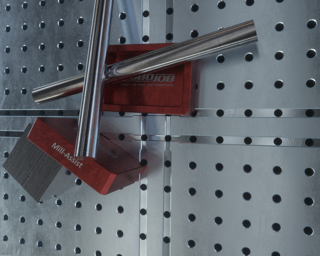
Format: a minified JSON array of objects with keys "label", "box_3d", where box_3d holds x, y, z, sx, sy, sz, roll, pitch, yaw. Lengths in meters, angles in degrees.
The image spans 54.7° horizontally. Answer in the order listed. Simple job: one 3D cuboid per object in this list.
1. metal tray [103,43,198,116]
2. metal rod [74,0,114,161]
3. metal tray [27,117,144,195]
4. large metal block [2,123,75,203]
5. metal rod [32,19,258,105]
[{"label":"metal tray","box_3d":[-0.018,-0.065,0.415,0.130,0.030,0.089,4,91,19]},{"label":"metal rod","box_3d":[-0.076,-0.108,0.390,0.025,0.025,0.299,-4,70,19]},{"label":"metal tray","box_3d":[-0.095,0.032,0.410,0.130,0.090,0.030,33,101,16]},{"label":"large metal block","box_3d":[-0.169,0.048,0.457,0.080,0.050,0.080,39,102,15]},{"label":"metal rod","box_3d":[-0.033,-0.076,0.390,0.301,0.025,0.025,-13,86,19]}]
